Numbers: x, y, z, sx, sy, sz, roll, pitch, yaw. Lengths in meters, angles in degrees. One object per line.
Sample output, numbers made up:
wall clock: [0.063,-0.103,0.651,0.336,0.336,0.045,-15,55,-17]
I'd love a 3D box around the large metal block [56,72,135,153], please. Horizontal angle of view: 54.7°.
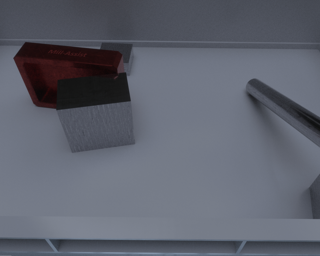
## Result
large metal block: [-0.076,-0.018,0.383,0.081,0.080,0.050,-8,51,-7]

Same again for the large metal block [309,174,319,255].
large metal block: [0.193,0.078,0.306,0.050,0.080,0.080,9,51,7]

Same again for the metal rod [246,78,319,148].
metal rod: [0.162,0.000,0.326,0.025,0.025,0.300,-7,25,-6]

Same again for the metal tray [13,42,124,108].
metal tray: [-0.114,-0.063,0.414,0.131,0.089,0.030,7,51,5]

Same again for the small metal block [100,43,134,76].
small metal block: [-0.071,-0.111,0.498,0.050,0.025,0.050,3,50,2]
